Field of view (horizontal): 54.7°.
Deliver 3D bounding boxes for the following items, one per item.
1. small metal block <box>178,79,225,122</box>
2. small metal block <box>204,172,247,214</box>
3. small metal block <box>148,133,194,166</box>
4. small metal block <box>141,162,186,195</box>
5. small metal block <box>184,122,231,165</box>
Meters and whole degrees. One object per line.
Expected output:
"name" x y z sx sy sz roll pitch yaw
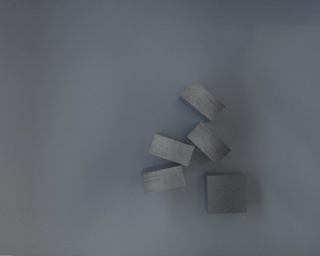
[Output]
"small metal block" 0.052 -0.033 0.399 0.050 0.050 0.025 40 90 0
"small metal block" 0.087 0.086 0.412 0.050 0.025 0.050 -2 90 0
"small metal block" 0.014 0.026 0.399 0.050 0.050 0.025 18 90 0
"small metal block" 0.004 0.063 0.399 0.050 0.050 0.025 -13 90 0
"small metal block" 0.059 0.019 0.399 0.050 0.050 0.025 43 90 0
